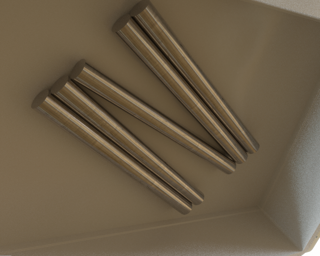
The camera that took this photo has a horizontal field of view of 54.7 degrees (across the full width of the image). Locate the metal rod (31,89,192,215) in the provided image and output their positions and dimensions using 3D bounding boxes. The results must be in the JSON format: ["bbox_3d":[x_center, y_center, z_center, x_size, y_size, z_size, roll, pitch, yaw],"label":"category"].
[{"bbox_3d":[-0.041,0.051,0.416,0.025,0.025,0.300,-44,129,2],"label":"metal rod"}]

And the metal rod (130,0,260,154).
[{"bbox_3d":[0.065,-0.046,0.414,0.025,0.025,0.300,-45,129,3],"label":"metal rod"}]

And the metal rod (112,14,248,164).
[{"bbox_3d":[0.046,-0.030,0.413,0.025,0.025,0.300,-45,129,3],"label":"metal rod"}]

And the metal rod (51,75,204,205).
[{"bbox_3d":[-0.021,0.035,0.417,0.025,0.025,0.300,-44,129,2],"label":"metal rod"}]

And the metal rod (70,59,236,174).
[{"bbox_3d":[0.014,0.002,0.416,0.301,0.025,0.025,32,100,-38],"label":"metal rod"}]
